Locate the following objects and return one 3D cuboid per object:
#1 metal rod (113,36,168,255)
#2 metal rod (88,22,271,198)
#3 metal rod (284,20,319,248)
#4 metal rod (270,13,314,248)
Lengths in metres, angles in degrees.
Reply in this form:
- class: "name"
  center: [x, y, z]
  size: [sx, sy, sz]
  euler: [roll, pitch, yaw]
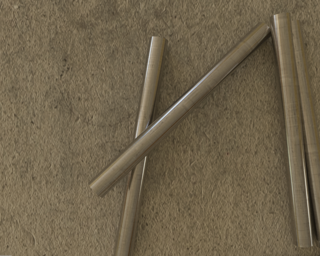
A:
- class: "metal rod"
  center: [-0.026, 0.030, 0.409]
  size: [0.025, 0.025, 0.298]
  euler: [9, 90, 0]
- class: "metal rod"
  center: [0.030, -0.027, 0.392]
  size: [0.300, 0.025, 0.025]
  euler: [-44, 90, -7]
- class: "metal rod"
  center: [0.197, 0.009, 0.411]
  size: [0.025, 0.025, 0.298]
  euler: [-9, 90, 0]
- class: "metal rod"
  center: [0.171, 0.005, 0.402]
  size: [0.025, 0.025, 0.298]
  euler: [-7, 94, 0]
